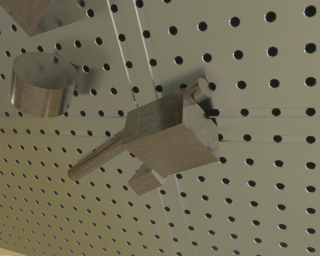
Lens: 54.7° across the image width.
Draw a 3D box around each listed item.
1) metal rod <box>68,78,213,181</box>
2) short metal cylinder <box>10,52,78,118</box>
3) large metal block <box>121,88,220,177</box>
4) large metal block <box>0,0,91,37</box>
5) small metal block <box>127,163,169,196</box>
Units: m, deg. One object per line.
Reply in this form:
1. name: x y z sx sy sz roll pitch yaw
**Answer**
1. metal rod: -0.048 0.017 0.444 0.299 0.025 0.025 -32 101 38
2. short metal cylinder: -0.157 -0.059 0.420 0.080 0.080 0.050 33 129 6
3. large metal block: 0.015 0.009 0.367 0.080 0.050 0.080 -21 135 29
4. large metal block: -0.116 -0.155 0.339 0.050 0.080 0.080 48 128 -6
5. small metal block: -0.011 0.064 0.439 0.050 0.050 0.025 -32 101 38
